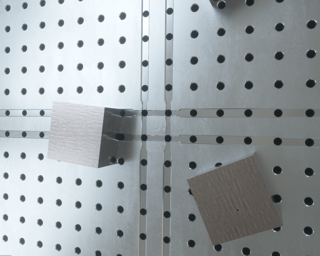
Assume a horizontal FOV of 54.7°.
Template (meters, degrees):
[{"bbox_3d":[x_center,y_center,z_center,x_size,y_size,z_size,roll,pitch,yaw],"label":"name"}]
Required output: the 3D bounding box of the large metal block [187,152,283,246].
[{"bbox_3d":[0.089,0.082,0.368,0.080,0.050,0.080,-24,82,18],"label":"large metal block"}]

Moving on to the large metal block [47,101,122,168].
[{"bbox_3d":[-0.105,0.008,0.435,0.080,0.050,0.079,8,93,19],"label":"large metal block"}]

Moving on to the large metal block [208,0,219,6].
[{"bbox_3d":[0.072,-0.201,0.358,0.080,0.080,0.050,-36,79,16],"label":"large metal block"}]
